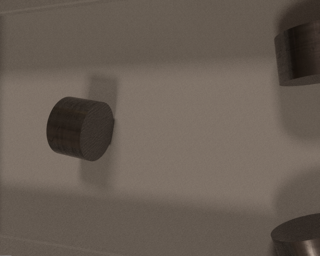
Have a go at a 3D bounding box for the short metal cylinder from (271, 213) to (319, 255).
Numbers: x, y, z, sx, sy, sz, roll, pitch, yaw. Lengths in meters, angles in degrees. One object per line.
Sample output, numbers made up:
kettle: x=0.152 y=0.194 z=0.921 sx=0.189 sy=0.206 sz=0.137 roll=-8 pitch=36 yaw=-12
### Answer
short metal cylinder: x=0.165 y=0.127 z=0.323 sx=0.080 sy=0.080 sz=0.050 roll=-21 pitch=83 yaw=18

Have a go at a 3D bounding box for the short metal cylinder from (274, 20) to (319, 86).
short metal cylinder: x=0.165 y=-0.076 z=0.323 sx=0.080 sy=0.080 sz=0.050 roll=-6 pitch=88 yaw=19

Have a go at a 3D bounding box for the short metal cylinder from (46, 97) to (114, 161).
short metal cylinder: x=-0.105 y=0.001 z=0.417 sx=0.050 sy=0.080 sz=0.079 roll=11 pitch=94 yaw=19
